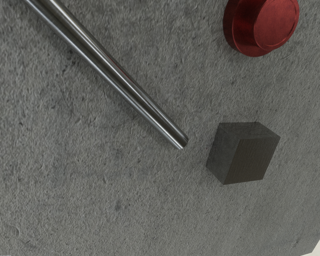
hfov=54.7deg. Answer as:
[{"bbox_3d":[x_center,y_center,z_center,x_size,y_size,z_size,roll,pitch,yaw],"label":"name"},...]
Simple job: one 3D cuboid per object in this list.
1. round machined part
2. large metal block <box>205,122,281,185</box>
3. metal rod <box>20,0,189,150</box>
[{"bbox_3d":[0.131,-0.135,0.384,0.099,0.042,0.097,-14,124,-21],"label":"round machined part"},{"bbox_3d":[0.128,0.038,0.484,0.081,0.050,0.079,-1,119,-28],"label":"large metal block"},{"bbox_3d":[-0.053,-0.062,0.339,0.025,0.025,0.300,-44,130,2],"label":"metal rod"}]
